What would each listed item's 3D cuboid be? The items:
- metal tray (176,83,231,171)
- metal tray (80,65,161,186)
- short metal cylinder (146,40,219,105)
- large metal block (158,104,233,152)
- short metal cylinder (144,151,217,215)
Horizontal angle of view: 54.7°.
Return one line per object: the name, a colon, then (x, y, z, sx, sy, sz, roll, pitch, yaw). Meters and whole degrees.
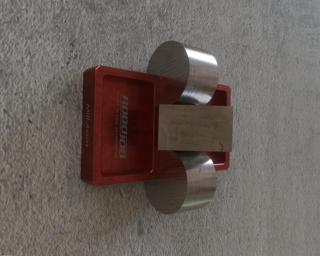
metal tray: (0.064, -0.002, 0.457, 0.091, 0.030, 0.129, 2, 89, -40)
metal tray: (-0.044, -0.002, 0.366, 0.091, 0.030, 0.129, 2, 89, -40)
short metal cylinder: (0.027, -0.065, 0.392, 0.050, 0.080, 0.080, 3, 89, -40)
large metal block: (0.039, 0.000, 0.376, 0.081, 0.080, 0.050, 2, 90, 0)
short metal cylinder: (0.024, 0.065, 0.391, 0.050, 0.080, 0.080, 3, 89, -40)
